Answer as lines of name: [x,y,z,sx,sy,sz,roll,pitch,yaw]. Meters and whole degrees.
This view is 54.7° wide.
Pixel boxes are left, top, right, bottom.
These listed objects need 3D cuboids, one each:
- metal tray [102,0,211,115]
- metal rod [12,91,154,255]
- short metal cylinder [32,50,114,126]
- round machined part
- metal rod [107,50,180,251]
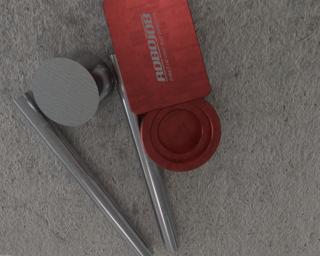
metal tray: [-0.003,-0.088,0.349,0.090,0.030,0.129,-15,91,0]
metal rod: [-0.098,0.079,0.437,0.025,0.025,0.299,-30,108,10]
short metal cylinder: [-0.101,-0.048,0.369,0.080,0.050,0.079,4,113,11]
round machined part: [0.024,0.003,0.395,0.099,0.042,0.097,-1,99,-7]
metal rod: [-0.017,0.045,0.426,0.025,0.025,0.298,-13,110,4]
